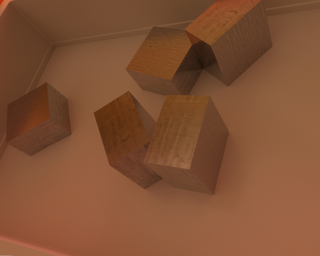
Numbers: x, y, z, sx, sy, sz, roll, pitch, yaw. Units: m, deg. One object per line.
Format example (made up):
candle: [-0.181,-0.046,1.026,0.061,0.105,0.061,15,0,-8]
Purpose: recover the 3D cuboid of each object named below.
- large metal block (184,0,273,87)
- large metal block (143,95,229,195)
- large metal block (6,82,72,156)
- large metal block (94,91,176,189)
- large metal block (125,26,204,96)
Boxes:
large metal block: [0.089,-0.114,0.393,0.080,0.080,0.050,-42,51,-1]
large metal block: [0.033,0.019,0.340,0.050,0.080,0.080,5,64,30]
large metal block: [-0.195,-0.014,0.498,0.080,0.050,0.080,-27,53,11]
large metal block: [-0.028,0.016,0.374,0.050,0.080,0.080,-31,52,8]
large metal block: [0.013,-0.093,0.439,0.080,0.050,0.080,19,72,35]
